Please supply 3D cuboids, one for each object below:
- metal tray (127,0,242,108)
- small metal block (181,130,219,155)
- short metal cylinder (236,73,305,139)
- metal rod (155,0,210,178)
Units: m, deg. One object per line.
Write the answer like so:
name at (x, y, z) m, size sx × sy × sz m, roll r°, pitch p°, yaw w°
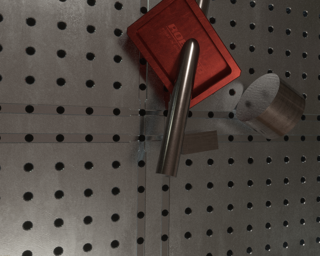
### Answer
metal tray at (0.032, -0.099, 0.399) m, size 0.090 × 0.030 × 0.130 m, roll -34°, pitch 103°, yaw 15°
small metal block at (0.043, 0.018, 0.416) m, size 0.050 × 0.050 × 0.025 m, roll -7°, pitch 93°, yaw -21°
short metal cylinder at (0.156, -0.031, 0.443) m, size 0.050 × 0.080 × 0.080 m, roll 32°, pitch 80°, yaw -18°
metal rod at (0.037, -0.085, 0.400) m, size 0.025 × 0.025 × 0.299 m, roll 17°, pitch 74°, yaw -20°
